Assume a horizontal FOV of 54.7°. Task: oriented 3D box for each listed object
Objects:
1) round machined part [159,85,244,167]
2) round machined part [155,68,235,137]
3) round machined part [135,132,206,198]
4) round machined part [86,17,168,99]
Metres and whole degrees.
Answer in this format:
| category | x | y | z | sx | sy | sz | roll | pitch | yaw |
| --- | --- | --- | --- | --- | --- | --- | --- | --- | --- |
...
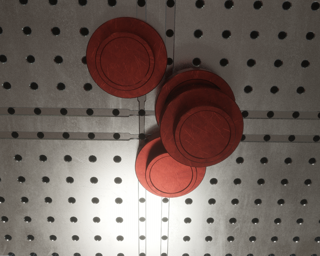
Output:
| category | x | y | z | sx | sy | sz | roll | pitch | yaw |
| --- | --- | --- | --- | --- | --- | --- | --- | --- | --- |
| round machined part | 0.049 | 0.002 | 0.358 | 0.099 | 0.042 | 0.097 | -1 | 107 | -3 |
| round machined part | 0.042 | -0.028 | 0.393 | 0.099 | 0.042 | 0.097 | -1 | 108 | -3 |
| round machined part | 0.015 | 0.055 | 0.425 | 0.099 | 0.042 | 0.097 | 0 | 110 | -1 |
| round machined part | -0.040 | -0.082 | 0.373 | 0.099 | 0.042 | 0.097 | 0 | 110 | -1 |
